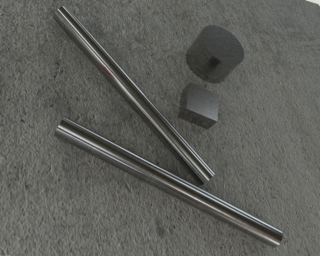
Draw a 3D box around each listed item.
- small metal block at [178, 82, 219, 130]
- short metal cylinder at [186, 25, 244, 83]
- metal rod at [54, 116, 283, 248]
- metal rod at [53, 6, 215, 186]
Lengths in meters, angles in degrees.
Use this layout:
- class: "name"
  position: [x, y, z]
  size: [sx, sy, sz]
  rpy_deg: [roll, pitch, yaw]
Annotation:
- class: "small metal block"
  position: [0.057, -0.032, 0.454]
  size: [0.050, 0.025, 0.050]
  rpy_deg: [22, 54, -16]
- class: "short metal cylinder"
  position: [0.090, -0.121, 0.510]
  size: [0.081, 0.050, 0.080]
  rpy_deg: [14, 56, -21]
- class: "metal rod"
  position: [0.018, 0.069, 0.371]
  size: [0.301, 0.025, 0.025]
  rpy_deg: [29, 52, -10]
- class: "metal rod"
  position: [-0.038, -0.046, 0.411]
  size: [0.300, 0.025, 0.025]
  rpy_deg: [49, 51, 6]
